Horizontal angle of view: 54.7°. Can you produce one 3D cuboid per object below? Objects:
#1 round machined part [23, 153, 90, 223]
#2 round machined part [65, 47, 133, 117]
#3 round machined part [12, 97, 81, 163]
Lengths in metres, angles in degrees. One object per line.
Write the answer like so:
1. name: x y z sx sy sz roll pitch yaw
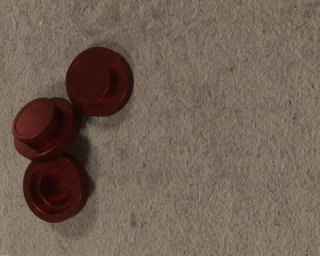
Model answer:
1. round machined part: -0.144 0.083 0.449 0.098 0.042 0.097 0 90 19
2. round machined part: -0.090 -0.065 0.431 0.098 0.042 0.097 0 90 19
3. round machined part: -0.164 -0.004 0.434 0.098 0.042 0.098 -11 56 17
